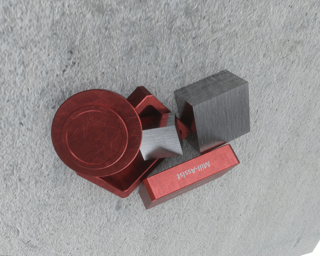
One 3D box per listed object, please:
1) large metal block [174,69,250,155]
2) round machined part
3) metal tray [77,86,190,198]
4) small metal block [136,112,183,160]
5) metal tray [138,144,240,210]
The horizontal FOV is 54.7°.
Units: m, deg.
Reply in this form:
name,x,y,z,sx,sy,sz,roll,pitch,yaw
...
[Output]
name,x,y,z,sx,sy,sz,roll,pitch,yaw
large metal block,0.072,-0.022,0.418,0.081,0.050,0.080,-24,127,-14
round machined part,-0.068,0.007,0.337,0.099,0.042,0.097,-1,99,-4
metal tray,-0.035,0.022,0.398,0.130,0.030,0.090,-46,129,4
small metal block,-0.001,0.011,0.385,0.050,0.025,0.050,-9,130,10
metal tray,0.038,0.071,0.440,0.131,0.030,0.090,-21,163,-16
